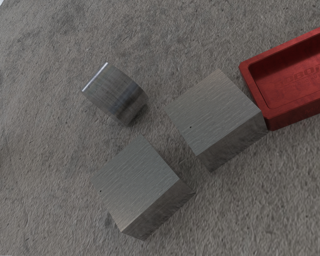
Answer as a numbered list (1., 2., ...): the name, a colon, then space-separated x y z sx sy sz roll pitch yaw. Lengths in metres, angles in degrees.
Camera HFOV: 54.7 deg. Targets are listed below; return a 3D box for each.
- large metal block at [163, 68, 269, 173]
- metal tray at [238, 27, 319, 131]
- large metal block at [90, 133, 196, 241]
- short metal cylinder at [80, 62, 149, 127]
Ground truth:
1. large metal block: 0.064 -0.009 0.360 0.080 0.050 0.080 -36 51 4
2. metal tray: 0.167 -0.061 0.350 0.130 0.030 0.090 -23 53 14
3. large metal block: -0.020 0.067 0.357 0.080 0.050 0.080 -42 51 -1
4. short metal cylinder: -0.063 -0.045 0.429 0.080 0.080 0.050 32 80 38
